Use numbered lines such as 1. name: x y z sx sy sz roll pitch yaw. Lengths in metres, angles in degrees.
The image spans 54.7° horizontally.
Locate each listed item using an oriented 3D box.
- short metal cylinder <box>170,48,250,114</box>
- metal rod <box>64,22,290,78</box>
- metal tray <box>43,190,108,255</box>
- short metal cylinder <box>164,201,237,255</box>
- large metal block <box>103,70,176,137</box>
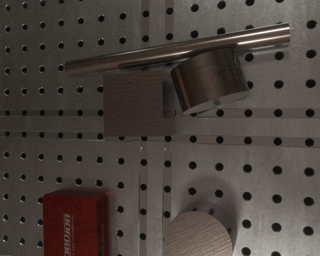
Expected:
1. short metal cylinder: 0.058 -0.052 0.363 0.080 0.080 0.050 -19 84 19
2. metal rod: 0.008 -0.098 0.408 0.301 0.025 0.025 -5 89 19
3. metal tray: -0.123 0.160 0.452 0.090 0.030 0.129 -2 89 19
4. short metal cylinder: 0.051 0.136 0.381 0.080 0.050 0.079 0 90 19
5. large metal block: -0.026 -0.029 0.408 0.080 0.050 0.079 -1 90 19
